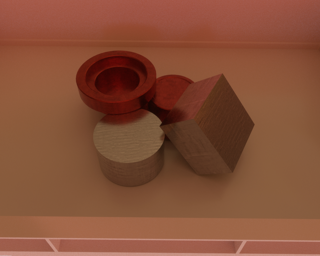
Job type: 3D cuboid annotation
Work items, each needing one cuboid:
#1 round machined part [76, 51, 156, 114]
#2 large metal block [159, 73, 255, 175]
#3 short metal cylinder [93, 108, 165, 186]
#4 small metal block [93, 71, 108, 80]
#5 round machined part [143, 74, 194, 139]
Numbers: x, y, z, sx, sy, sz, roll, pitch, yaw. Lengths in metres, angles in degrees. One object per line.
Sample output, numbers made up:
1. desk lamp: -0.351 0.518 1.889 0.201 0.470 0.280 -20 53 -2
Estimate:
1. round machined part: -0.054 -0.053 0.398 0.099 0.042 0.098 0 50 0
2. large metal block: 0.058 -0.003 0.362 0.050 0.080 0.080 -13 33 46
3. short metal cylinder: -0.035 0.022 0.368 0.081 0.050 0.080 0 50 0
4. small metal block: -0.082 -0.067 0.441 0.025 0.050 0.050 37 59 26
5. round machined part: 0.018 -0.035 0.419 0.099 0.042 0.098 0 50 0
